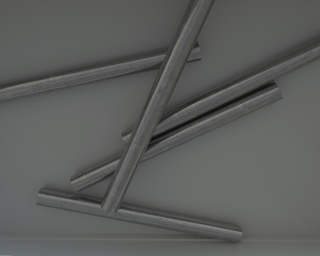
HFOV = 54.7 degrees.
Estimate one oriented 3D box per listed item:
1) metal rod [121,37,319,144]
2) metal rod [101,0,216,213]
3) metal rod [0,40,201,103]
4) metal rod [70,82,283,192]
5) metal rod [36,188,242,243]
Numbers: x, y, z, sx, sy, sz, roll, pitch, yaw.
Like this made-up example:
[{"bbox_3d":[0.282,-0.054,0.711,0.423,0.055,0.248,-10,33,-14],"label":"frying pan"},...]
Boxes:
[{"bbox_3d":[0.089,-0.047,0.394,0.301,0.025,0.025,-25,108,9],"label":"metal rod"},{"bbox_3d":[-0.009,-0.021,0.375,0.025,0.025,0.298,22,108,-8],"label":"metal rod"},{"bbox_3d":[-0.100,-0.065,0.386,0.302,0.025,0.025,-11,110,4],"label":"metal rod"},{"bbox_3d":[0.015,0.015,0.416,0.301,0.025,0.025,-25,108,8],"label":"metal rod"},{"bbox_3d":[-0.026,0.130,0.458,0.302,0.025,0.025,12,110,-5],"label":"metal rod"}]
